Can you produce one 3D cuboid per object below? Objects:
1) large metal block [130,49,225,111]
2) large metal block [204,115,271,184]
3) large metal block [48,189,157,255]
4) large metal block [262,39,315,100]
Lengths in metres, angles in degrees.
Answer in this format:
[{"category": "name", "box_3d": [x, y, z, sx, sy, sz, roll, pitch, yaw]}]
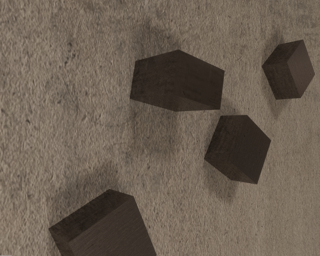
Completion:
[{"category": "large metal block", "box_3d": [0.021, -0.054, 0.389, 0.081, 0.080, 0.050, 13, 82, -40]}, {"category": "large metal block", "box_3d": [0.126, 0.034, 0.498, 0.080, 0.050, 0.080, 38, 67, -34]}, {"category": "large metal block", "box_3d": [-0.060, 0.126, 0.340, 0.081, 0.050, 0.080, -30, 109, -36]}, {"category": "large metal block", "box_3d": [0.252, -0.112, 0.603, 0.080, 0.050, 0.080, -48, 119, -29]}]
